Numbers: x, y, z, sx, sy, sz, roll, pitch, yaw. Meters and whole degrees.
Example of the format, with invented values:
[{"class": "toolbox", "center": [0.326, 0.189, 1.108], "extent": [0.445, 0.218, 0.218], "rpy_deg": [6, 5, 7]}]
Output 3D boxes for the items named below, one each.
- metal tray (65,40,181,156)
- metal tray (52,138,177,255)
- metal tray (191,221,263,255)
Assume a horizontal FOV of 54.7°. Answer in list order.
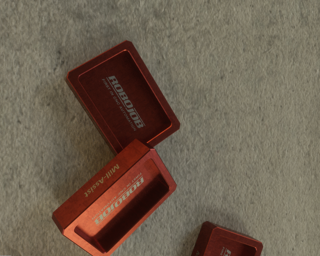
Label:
[{"class": "metal tray", "center": [-0.045, -0.031, 0.390], "extent": [0.090, 0.030, 0.130], "rpy_deg": [-35, 102, -17]}, {"class": "metal tray", "center": [-0.047, 0.085, 0.367], "extent": [0.130, 0.030, 0.090], "rpy_deg": [-42, 135, -15]}, {"class": "metal tray", "center": [0.084, 0.209, 0.439], "extent": [0.090, 0.030, 0.130], "rpy_deg": [24, 82, -19]}]
